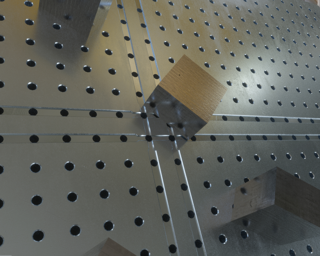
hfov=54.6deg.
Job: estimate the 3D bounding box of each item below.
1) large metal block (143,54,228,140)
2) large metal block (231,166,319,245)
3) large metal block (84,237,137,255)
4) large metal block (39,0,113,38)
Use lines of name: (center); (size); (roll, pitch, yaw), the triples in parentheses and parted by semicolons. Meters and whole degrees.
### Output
large metal block: (0.037, -0.044, 0.438); (0.080, 0.050, 0.080); (38, 51, -3)
large metal block: (0.150, 0.101, 0.391); (0.080, 0.080, 0.050); (28, 52, -11)
large metal block: (-0.054, 0.147, 0.254); (0.050, 0.080, 0.080); (36, 51, -5)
large metal block: (-0.112, -0.187, 0.426); (0.080, 0.080, 0.050); (33, 52, -7)
